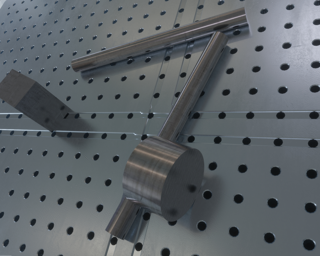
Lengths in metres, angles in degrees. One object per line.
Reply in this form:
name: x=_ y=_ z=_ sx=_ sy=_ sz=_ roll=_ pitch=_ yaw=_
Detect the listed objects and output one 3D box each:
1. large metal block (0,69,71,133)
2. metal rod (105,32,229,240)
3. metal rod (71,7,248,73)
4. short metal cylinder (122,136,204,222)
large metal block: x=-0.211 y=-0.045 z=0.511 sx=0.080 sy=0.080 sz=0.050 roll=25 pitch=76 yaw=37
metal rod: x=0.017 y=-0.002 z=0.400 sx=0.025 sy=0.025 sz=0.300 roll=17 pitch=71 yaw=35
metal rod: x=-0.014 y=-0.136 z=0.498 sx=0.301 sy=0.025 sz=0.025 roll=-10 pitch=57 yaw=22
short metal cylinder: x=0.006 y=0.054 z=0.337 sx=0.050 sy=0.080 sz=0.080 roll=17 pitch=71 yaw=35
